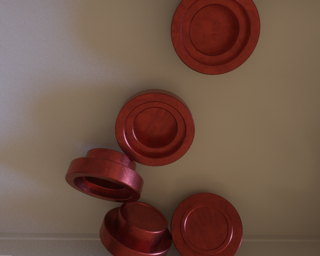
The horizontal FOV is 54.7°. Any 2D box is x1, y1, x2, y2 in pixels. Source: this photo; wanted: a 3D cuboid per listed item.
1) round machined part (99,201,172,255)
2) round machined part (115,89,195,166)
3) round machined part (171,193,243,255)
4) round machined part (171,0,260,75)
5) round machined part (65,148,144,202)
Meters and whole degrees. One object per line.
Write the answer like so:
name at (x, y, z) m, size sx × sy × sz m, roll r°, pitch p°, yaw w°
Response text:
round machined part at (-0.028, 0.136, 0.422) m, size 0.099 × 0.098 × 0.042 m, roll 20°, pitch 105°, yaw -7°
round machined part at (-0.006, -0.003, 0.401) m, size 0.099 × 0.042 × 0.097 m, roll 0°, pitch 110°, yaw 0°
round machined part at (0.064, 0.138, 0.425) m, size 0.099 × 0.042 × 0.098 m, roll -2°, pitch 69°, yaw 7°
round machined part at (0.061, -0.114, 0.361) m, size 0.099 × 0.042 × 0.097 m, roll 0°, pitch 110°, yaw 0°
round machined part at (-0.069, 0.060, 0.407) m, size 0.098 × 0.042 × 0.098 m, roll 10°, pitch 149°, yaw 6°
